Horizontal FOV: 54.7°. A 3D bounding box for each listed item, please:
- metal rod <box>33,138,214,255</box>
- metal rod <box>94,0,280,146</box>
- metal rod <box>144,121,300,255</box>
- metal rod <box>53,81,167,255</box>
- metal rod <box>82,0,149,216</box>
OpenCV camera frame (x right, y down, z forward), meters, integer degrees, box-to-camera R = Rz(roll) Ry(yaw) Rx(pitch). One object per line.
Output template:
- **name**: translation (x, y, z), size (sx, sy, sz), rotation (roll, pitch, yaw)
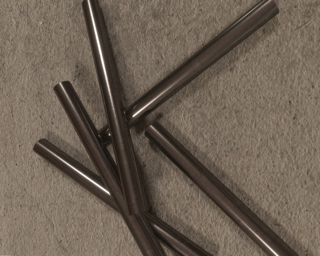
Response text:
- **metal rod**: translation (-0.059, 0.100, 0.428), size (0.301, 0.025, 0.025), rotation (31, 100, 17)
- **metal rod**: translation (0.017, -0.058, 0.402), size (0.300, 0.025, 0.025), rotation (-37, 79, 15)
- **metal rod**: translation (0.094, 0.101, 0.375), size (0.300, 0.025, 0.025), rotation (44, 103, 14)
- **metal rod**: translation (-0.059, 0.068, 0.401), size (0.025, 0.025, 0.299), rotation (-34, 79, 16)
- **metal rod**: translation (-0.063, -0.038, 0.406), size (0.025, 0.025, 0.299), rotation (-20, 75, 18)
